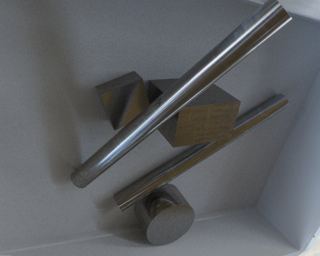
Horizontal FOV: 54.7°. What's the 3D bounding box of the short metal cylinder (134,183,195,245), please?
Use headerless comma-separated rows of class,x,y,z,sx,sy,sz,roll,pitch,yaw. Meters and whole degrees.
short metal cylinder,0.007,0.133,0.480,0.081,0.050,0.079,-14,125,-21

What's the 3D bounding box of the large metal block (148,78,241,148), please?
large metal block,0.037,-0.023,0.381,0.081,0.080,0.050,-7,122,-25

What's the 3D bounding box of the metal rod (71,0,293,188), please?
metal rod,-0.002,-0.016,0.323,0.025,0.025,0.299,25,129,-38

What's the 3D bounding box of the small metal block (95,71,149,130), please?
small metal block,-0.042,-0.032,0.367,0.050,0.025,0.050,-25,128,-14

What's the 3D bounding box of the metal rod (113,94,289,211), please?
metal rod,0.067,0.033,0.467,0.301,0.025,0.025,-31,129,-9
